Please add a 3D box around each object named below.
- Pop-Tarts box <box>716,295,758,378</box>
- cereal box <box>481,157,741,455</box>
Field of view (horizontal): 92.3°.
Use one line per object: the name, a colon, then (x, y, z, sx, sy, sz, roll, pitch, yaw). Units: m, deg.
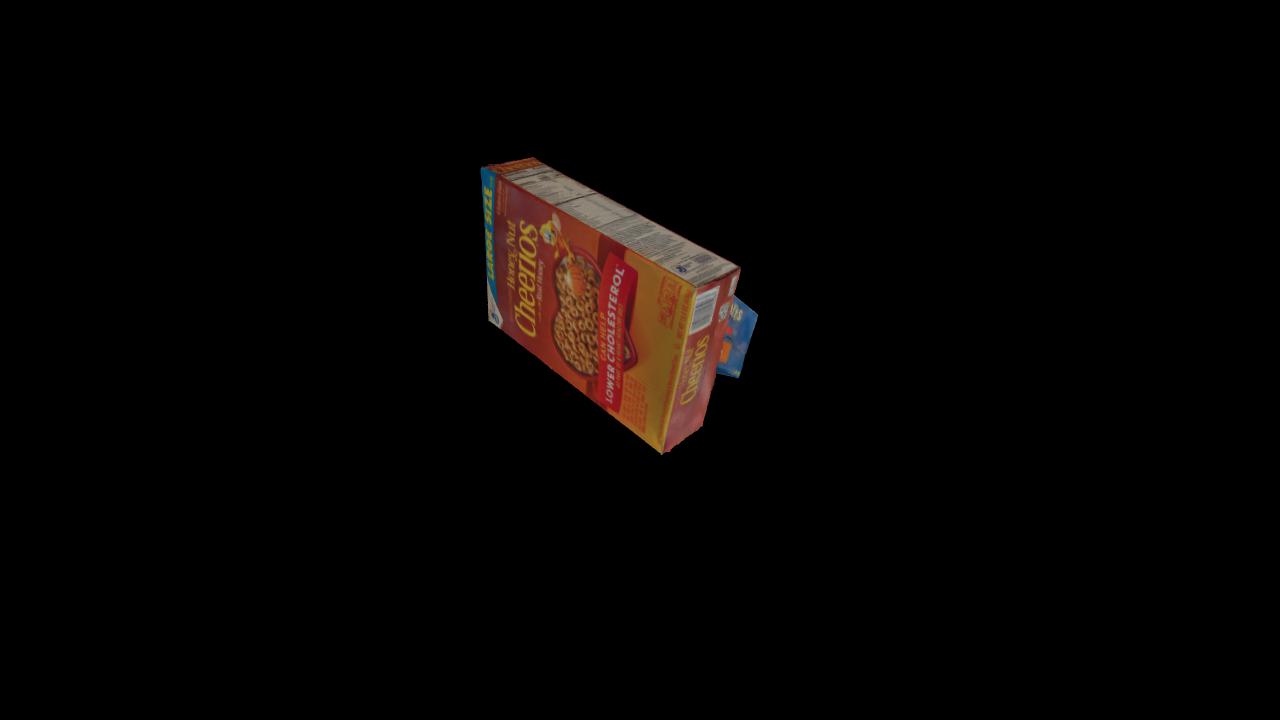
Pop-Tarts box: (0.026, -0.048, 0.674, 0.141, 0.083, 0.167, 13, -7, 36)
cereal box: (-0.052, -0.066, 0.658, 0.306, 0.203, 0.081, 34, 44, 29)
